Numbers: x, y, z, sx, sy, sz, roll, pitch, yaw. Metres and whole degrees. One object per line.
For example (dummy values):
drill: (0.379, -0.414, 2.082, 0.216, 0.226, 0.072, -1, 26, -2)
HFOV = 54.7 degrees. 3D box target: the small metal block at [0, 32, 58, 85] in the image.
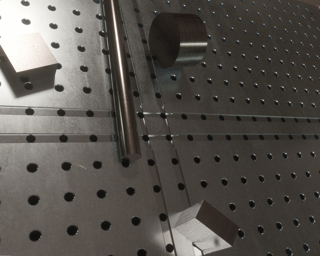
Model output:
small metal block: (-0.160, -0.085, 0.374, 0.050, 0.025, 0.050, -25, 75, -37)

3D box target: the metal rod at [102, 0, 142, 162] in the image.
metal rod: (-0.059, -0.096, 0.436, 0.025, 0.025, 0.299, 4, 60, -27)

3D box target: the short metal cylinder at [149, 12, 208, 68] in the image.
short metal cylinder: (0.026, -0.132, 0.469, 0.050, 0.080, 0.080, -11, 68, -33)

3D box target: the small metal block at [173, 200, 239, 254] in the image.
small metal block: (0.052, 0.114, 0.352, 0.050, 0.050, 0.025, 38, 51, -3)
